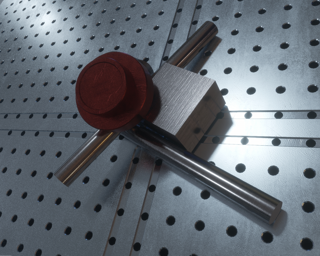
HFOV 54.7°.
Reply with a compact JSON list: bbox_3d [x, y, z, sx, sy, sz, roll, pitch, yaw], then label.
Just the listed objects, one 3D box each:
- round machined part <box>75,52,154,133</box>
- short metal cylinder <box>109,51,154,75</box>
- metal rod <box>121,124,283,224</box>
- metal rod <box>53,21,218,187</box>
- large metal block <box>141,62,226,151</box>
[{"bbox_3d":[-0.061,-0.045,0.371,0.098,0.042,0.097,-3,80,20],"label":"round machined part"},{"bbox_3d":[-0.053,-0.063,0.437,0.050,0.080,0.080,28,77,37],"label":"short metal cylinder"},{"bbox_3d":[0.005,0.026,0.387,0.300,0.025,0.025,28,77,37],"label":"metal rod"},{"bbox_3d":[-0.023,-0.042,0.420,0.025,0.025,0.301,31,71,37],"label":"metal rod"},{"bbox_3d":[0.022,-0.027,0.391,0.080,0.050,0.080,29,77,37],"label":"large metal block"}]
